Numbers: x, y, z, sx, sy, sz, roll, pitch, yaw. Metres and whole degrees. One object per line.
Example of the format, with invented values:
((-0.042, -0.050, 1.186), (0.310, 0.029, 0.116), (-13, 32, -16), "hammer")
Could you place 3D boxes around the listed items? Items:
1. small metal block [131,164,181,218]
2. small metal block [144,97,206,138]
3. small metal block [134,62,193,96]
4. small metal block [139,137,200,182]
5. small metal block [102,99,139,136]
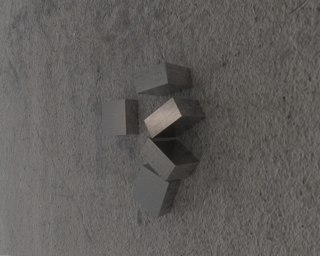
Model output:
((-0.006, 0.081, 0.410), (0.050, 0.025, 0.050), (28, 107, 36), "small metal block")
((0.018, -0.011, 0.373), (0.050, 0.050, 0.025), (-37, 67, 34), "small metal block")
((0.005, -0.059, 0.385), (0.050, 0.050, 0.025), (-12, 82, 39), "small metal block")
((0.012, 0.036, 0.379), (0.050, 0.050, 0.025), (45, 117, 31), "small metal block")
((-0.059, -0.015, 0.454), (0.050, 0.025, 0.050), (-3, 88, 40), "small metal block")
